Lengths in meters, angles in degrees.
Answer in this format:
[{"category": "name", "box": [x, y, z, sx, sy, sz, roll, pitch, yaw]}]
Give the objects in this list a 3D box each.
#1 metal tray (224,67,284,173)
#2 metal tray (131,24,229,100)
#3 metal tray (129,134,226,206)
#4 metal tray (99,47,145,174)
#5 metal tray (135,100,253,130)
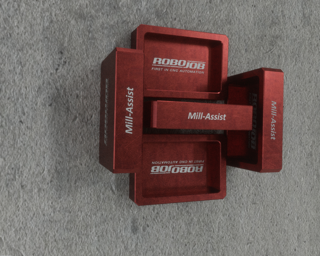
[{"category": "metal tray", "box": [0.124, -0.010, 0.421, 0.030, 0.090, 0.129, 1, 90, -20]}, {"category": "metal tray", "box": [0.027, -0.084, 0.417, 0.131, 0.030, 0.089, 0, 93, -20]}, {"category": "metal tray", "box": [0.026, 0.053, 0.418, 0.131, 0.030, 0.089, 1, 89, -20]}, {"category": "metal tray", "box": [-0.047, -0.018, 0.358, 0.030, 0.090, 0.129, 1, 90, -21]}, {"category": "metal tray", "box": [0.038, -0.014, 0.391, 0.131, 0.090, 0.030, 1, 91, -20]}]
